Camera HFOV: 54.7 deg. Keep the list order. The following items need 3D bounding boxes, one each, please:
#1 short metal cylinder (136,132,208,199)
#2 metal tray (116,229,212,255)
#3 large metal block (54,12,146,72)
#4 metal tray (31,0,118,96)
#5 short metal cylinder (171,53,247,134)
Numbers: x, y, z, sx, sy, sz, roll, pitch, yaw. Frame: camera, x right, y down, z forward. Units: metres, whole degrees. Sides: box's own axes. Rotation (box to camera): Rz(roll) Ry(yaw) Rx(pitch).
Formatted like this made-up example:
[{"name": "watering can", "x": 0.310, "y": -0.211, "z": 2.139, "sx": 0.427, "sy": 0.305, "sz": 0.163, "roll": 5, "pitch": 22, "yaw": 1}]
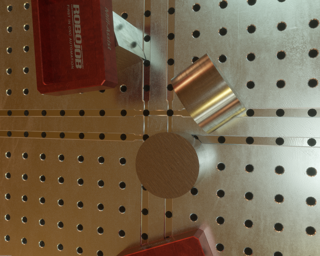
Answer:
[{"name": "short metal cylinder", "x": 0.016, "y": 0.045, "z": 0.393, "sx": 0.080, "sy": 0.050, "sz": 0.079, "roll": 0, "pitch": 90, "yaw": 20}, {"name": "metal tray", "x": 0.009, "y": 0.196, "z": 0.407, "sx": 0.130, "sy": 0.030, "sz": 0.090, "roll": -23, "pitch": 83, "yaw": 18}, {"name": "large metal block", "x": -0.077, "y": -0.107, "z": 0.411, "sx": 0.080, "sy": 0.080, "sz": 0.050, "roll": -20, "pitch": 84, "yaw": 19}, {"name": "metal tray", "x": -0.100, "y": -0.107, "z": 0.359, "sx": 0.090, "sy": 0.030, "sz": 0.129, "roll": -5, "pitch": 88, "yaw": 19}, {"name": "short metal cylinder", "x": 0.057, "y": -0.040, "z": 0.363, "sx": 0.050, "sy": 0.080, "sz": 0.080, "roll": -35, "pitch": 79, "yaw": 17}]
